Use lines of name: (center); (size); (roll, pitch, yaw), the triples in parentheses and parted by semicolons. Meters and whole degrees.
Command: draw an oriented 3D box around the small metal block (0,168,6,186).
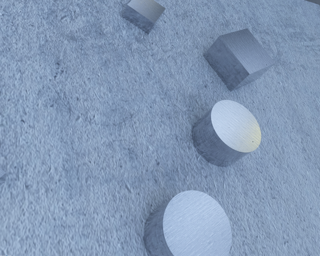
small metal block: (-0.179, 0.046, 0.279); (0.050, 0.025, 0.050); (41, 51, -1)

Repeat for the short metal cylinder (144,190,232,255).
short metal cylinder: (0.029, 0.114, 0.334); (0.081, 0.050, 0.080); (14, 56, -21)

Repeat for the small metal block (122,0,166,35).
small metal block: (-0.026, -0.188, 0.505); (0.050, 0.025, 0.050); (32, 52, -7)

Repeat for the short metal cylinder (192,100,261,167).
short metal cylinder: (0.092, 0.008, 0.432); (0.081, 0.050, 0.080); (14, 56, -21)

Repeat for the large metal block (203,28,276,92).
large metal block: (0.136, -0.118, 0.533); (0.081, 0.050, 0.080); (-25, 76, -37)
